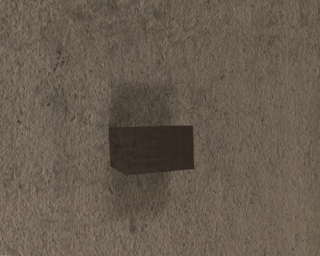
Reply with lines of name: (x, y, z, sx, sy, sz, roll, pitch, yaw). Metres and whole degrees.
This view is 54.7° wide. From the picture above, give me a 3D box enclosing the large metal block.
large metal block: (-0.013, 0.023, 0.376, 0.081, 0.080, 0.050, -2, 91, -20)
